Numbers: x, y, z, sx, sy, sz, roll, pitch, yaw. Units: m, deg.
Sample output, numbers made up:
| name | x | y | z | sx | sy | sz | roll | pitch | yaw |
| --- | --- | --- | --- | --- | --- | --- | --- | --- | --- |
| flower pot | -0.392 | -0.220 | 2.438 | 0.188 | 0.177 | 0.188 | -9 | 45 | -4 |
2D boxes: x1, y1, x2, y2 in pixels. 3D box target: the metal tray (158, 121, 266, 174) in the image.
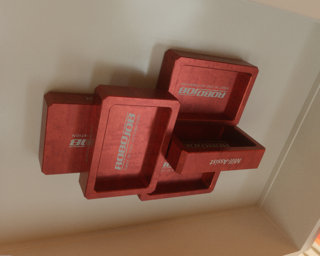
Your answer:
| name | x | y | z | sx | sy | sz | roll | pitch | yaw |
| --- | --- | --- | --- | --- | --- | --- | --- | --- | --- |
| metal tray | 0.061 | 0.019 | 0.411 | 0.131 | 0.090 | 0.030 | 1 | 118 | -29 |

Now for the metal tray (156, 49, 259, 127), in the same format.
| name | x | y | z | sx | sy | sz | roll | pitch | yaw |
| --- | --- | --- | --- | --- | --- | --- | --- | --- | --- |
| metal tray | 0.059 | -0.048 | 0.408 | 0.131 | 0.030 | 0.089 | 1 | 118 | -29 |

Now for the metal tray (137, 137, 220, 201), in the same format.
| name | x | y | z | sx | sy | sz | roll | pitch | yaw |
| --- | --- | --- | --- | --- | --- | --- | --- | --- | --- |
| metal tray | 0.032 | 0.058 | 0.458 | 0.131 | 0.030 | 0.089 | 0 | 118 | -29 |

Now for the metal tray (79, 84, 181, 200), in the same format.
| name | x | y | z | sx | sy | sz | roll | pitch | yaw |
| --- | --- | --- | --- | --- | --- | --- | --- | --- | --- |
| metal tray | -0.037 | 0.019 | 0.356 | 0.091 | 0.030 | 0.129 | 1 | 118 | -29 |

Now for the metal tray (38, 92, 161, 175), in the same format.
| name | x | y | z | sx | sy | sz | roll | pitch | yaw |
| --- | --- | --- | --- | --- | --- | --- | --- | --- | --- |
| metal tray | -0.070 | 0.007 | 0.368 | 0.131 | 0.030 | 0.089 | 0 | 118 | -29 |
